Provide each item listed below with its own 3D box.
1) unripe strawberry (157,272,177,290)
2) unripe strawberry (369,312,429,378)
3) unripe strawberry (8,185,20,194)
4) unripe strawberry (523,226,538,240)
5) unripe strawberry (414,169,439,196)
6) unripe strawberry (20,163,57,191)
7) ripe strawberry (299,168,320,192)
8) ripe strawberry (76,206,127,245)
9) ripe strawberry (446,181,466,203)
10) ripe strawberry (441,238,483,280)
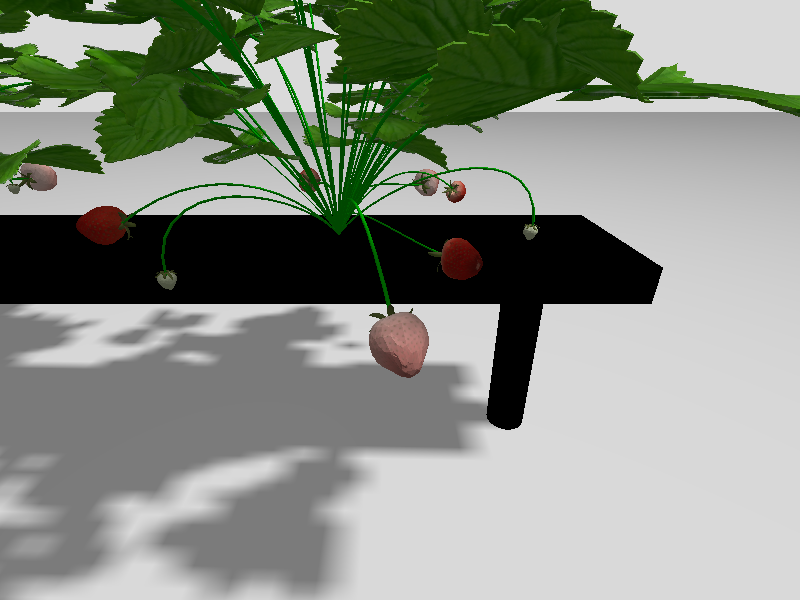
[{"bbox_3d":[-0.143,-0.011,0.246,0.010,0.011,0.011,17,32,31],"label":"unripe strawberry"},{"bbox_3d":[0.000,0.021,0.175,0.027,0.028,0.029,-7,40,-14],"label":"unripe strawberry"},{"bbox_3d":[-0.472,-0.135,0.490,0.011,0.011,0.011,6,27,11],"label":"unripe strawberry"},{"bbox_3d":[0.104,-0.054,0.321,0.011,0.012,0.011,6,27,12],"label":"unripe strawberry"},{"bbox_3d":[0.035,-0.149,0.506,0.032,0.033,0.034,14,29,25],"label":"unripe strawberry"},{"bbox_3d":[-0.480,-0.166,0.536,0.036,0.038,0.038,3,26,6],"label":"unripe strawberry"},{"bbox_3d":[-0.117,-0.154,0.513,0.027,0.031,0.030,-9,28,-17],"label":"ripe strawberry"},{"bbox_3d":[-0.246,-0.062,0.331,0.035,0.030,0.035,-4,27,-7],"label":"ripe strawberry"},{"bbox_3d":[0.067,-0.125,0.464,0.022,0.025,0.023,24,8,39],"label":"ripe strawberry"},{"bbox_3d":[0.041,-0.026,0.263,0.025,0.029,0.027,-23,35,-37],"label":"ripe strawberry"}]
